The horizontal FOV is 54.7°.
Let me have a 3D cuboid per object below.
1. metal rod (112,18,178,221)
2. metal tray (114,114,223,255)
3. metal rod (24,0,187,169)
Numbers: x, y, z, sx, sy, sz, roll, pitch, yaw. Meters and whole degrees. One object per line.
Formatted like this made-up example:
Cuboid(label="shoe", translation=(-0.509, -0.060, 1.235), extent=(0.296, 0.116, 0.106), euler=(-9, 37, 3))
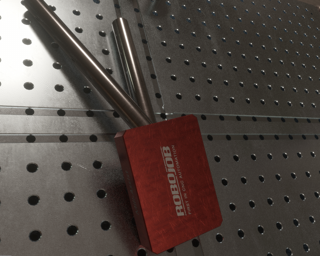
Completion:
Cuboid(label="metal rod", translation=(-0.023, -0.027, 0.413), extent=(0.025, 0.025, 0.299), euler=(-2, 63, -30))
Cuboid(label="metal tray", translation=(0.011, 0.057, 0.341), extent=(0.091, 0.030, 0.129), euler=(-14, 90, -26))
Cuboid(label="metal rod", translation=(-0.076, -0.063, 0.388), extent=(0.025, 0.025, 0.300), euler=(-32, 74, -38))
